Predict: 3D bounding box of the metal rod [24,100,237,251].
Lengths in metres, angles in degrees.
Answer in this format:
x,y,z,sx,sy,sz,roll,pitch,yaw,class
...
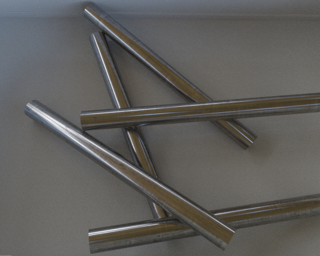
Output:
x,y,z,sx,sy,sz,roll,pitch,yaw,class
-0.051,0.043,0.364,0.300,0.025,0.025,30,72,21,metal rod

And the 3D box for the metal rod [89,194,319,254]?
x,y,z,sx,sy,sz,roll,pitch,yaw,class
0.074,0.104,0.352,0.302,0.025,0.025,-6,70,-10,metal rod

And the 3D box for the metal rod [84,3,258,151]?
x,y,z,sx,sy,sz,roll,pitch,yaw,class
0.008,-0.077,0.431,0.300,0.025,0.025,41,75,11,metal rod

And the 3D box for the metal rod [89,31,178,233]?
x,y,z,sx,sy,sz,roll,pitch,yaw,class
-0.039,-0.003,0.410,0.025,0.025,0.299,-20,71,-7,metal rod

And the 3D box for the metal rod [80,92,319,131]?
x,y,z,sx,sy,sz,roll,pitch,yaw,class
0.055,-0.021,0.388,0.302,0.025,0.025,-5,70,-1,metal rod
